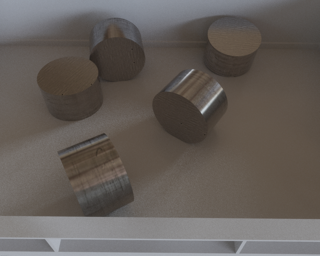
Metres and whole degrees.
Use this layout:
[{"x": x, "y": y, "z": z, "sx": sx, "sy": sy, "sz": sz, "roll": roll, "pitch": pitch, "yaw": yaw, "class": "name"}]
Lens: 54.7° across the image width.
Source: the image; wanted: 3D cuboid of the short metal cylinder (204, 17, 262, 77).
[{"x": 0.112, "y": -0.127, "z": 0.487, "sx": 0.081, "sy": 0.050, "sz": 0.080, "roll": 0, "pitch": 62, "yaw": 0, "class": "short metal cylinder"}]

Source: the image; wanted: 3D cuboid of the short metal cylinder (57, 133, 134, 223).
[{"x": -0.068, "y": 0.052, "z": 0.325, "sx": 0.050, "sy": 0.080, "sz": 0.080, "roll": -23, "pitch": 54, "yaw": -18, "class": "short metal cylinder"}]

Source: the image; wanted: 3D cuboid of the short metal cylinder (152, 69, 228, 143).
[{"x": 0.038, "y": -0.027, "z": 0.393, "sx": 0.080, "sy": 0.080, "sz": 0.050, "roll": 29, "pitch": 56, "yaw": 21, "class": "short metal cylinder"}]

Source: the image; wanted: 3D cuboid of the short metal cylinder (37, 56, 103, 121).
[{"x": -0.123, "y": -0.056, "z": 0.434, "sx": 0.081, "sy": 0.050, "sz": 0.080, "roll": 0, "pitch": 50, "yaw": 0, "class": "short metal cylinder"}]

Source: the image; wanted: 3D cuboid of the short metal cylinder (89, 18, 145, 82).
[{"x": -0.065, "y": -0.117, "z": 0.467, "sx": 0.081, "sy": 0.080, "sz": 0.050, "roll": -7, "pitch": 51, "yaw": -6, "class": "short metal cylinder"}]
